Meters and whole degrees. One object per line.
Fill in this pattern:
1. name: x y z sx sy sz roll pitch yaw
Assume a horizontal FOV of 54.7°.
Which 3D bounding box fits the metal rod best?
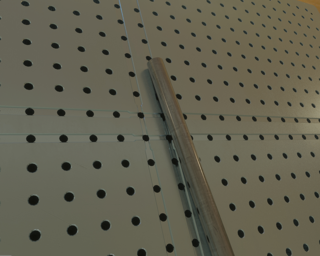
1. metal rod: 0.036 0.033 0.408 0.025 0.025 0.299 -4 64 -31
